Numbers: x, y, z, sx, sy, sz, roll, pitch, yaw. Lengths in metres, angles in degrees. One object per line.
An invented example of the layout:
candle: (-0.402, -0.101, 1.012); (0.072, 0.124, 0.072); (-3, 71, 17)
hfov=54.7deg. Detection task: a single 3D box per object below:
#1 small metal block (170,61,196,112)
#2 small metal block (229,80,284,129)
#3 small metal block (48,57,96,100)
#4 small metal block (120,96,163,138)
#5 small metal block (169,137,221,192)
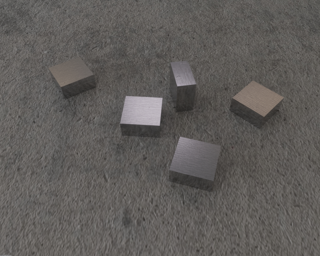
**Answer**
small metal block: (0.031, -0.058, 0.436); (0.025, 0.050, 0.050); (-7, 51, -6)
small metal block: (0.134, -0.033, 0.432); (0.050, 0.025, 0.050); (37, 59, 26)
small metal block: (-0.132, -0.076, 0.466); (0.050, 0.025, 0.050); (-26, 55, -21)
small metal block: (-0.023, -0.015, 0.416); (0.050, 0.025, 0.050); (3, 50, 2)
small metal block: (0.042, 0.042, 0.368); (0.050, 0.025, 0.050); (13, 51, 10)
